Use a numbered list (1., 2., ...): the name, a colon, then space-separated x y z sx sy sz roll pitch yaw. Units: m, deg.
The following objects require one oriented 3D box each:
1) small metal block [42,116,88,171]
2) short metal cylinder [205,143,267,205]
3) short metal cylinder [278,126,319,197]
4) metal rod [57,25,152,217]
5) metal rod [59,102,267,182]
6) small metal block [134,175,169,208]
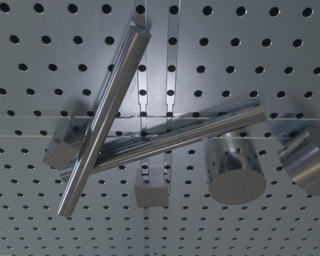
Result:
1. small metal block: -0.125 0.020 0.411 0.025 0.050 0.050 35 122 -26
2. short metal cylinder: 0.109 0.069 0.455 0.081 0.050 0.079 0 130 0
3. short metal cylinder: 0.207 0.044 0.415 0.080 0.080 0.050 29 124 -22
4. metal rod: -0.083 0.012 0.399 0.025 0.025 0.298 19 121 -16
5. metal rod: -0.006 0.025 0.432 0.301 0.025 0.025 -18 128 14
6. small metal block: -0.013 0.102 0.498 0.050 0.025 0.050 -3 130 2
